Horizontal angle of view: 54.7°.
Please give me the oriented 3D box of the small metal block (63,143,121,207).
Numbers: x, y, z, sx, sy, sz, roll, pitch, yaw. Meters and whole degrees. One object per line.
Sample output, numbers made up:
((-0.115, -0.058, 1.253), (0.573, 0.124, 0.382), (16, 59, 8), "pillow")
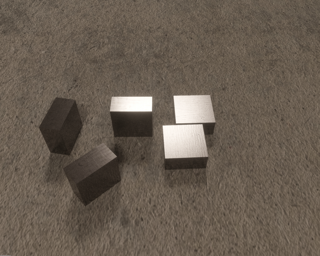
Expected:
((-0.073, 0.052, 0.343), (0.050, 0.050, 0.025), (-34, 58, -26), "small metal block")

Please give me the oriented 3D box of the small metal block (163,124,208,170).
((0.030, 0.023, 0.384), (0.050, 0.025, 0.050), (-2, 50, -2), "small metal block")

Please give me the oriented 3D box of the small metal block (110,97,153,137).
((-0.035, -0.014, 0.398), (0.050, 0.050, 0.025), (0, 50, -1), "small metal block")

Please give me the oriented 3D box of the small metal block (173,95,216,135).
((0.045, -0.018, 0.419), (0.050, 0.025, 0.050), (-1, 50, -2), "small metal block")

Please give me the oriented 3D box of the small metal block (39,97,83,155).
((-0.122, -0.002, 0.387), (0.025, 0.050, 0.050), (8, 51, 6), "small metal block")
